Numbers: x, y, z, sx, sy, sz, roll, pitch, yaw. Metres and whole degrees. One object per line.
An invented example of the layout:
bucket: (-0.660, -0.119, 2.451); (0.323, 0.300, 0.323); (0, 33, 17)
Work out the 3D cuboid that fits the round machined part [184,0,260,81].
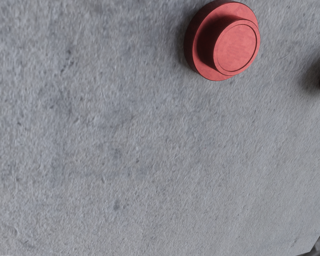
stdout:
round machined part: (0.082, -0.103, 0.379); (0.099, 0.042, 0.097); (-14, 125, -21)
